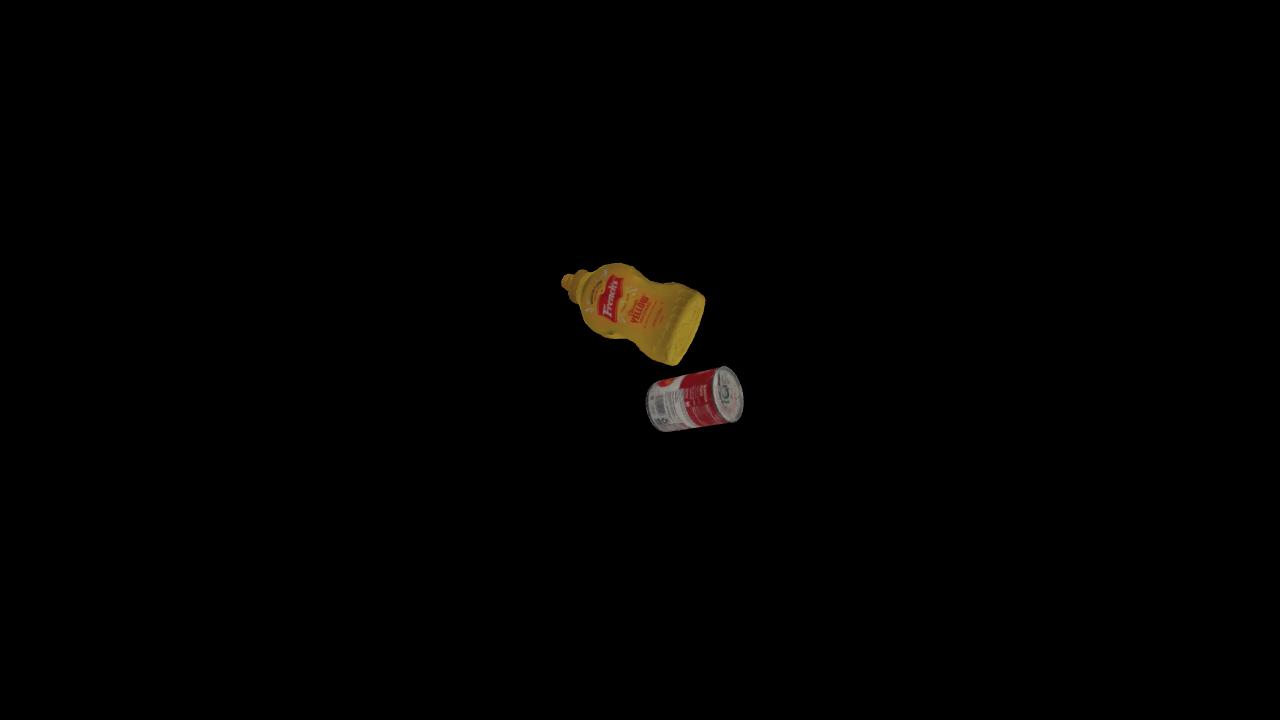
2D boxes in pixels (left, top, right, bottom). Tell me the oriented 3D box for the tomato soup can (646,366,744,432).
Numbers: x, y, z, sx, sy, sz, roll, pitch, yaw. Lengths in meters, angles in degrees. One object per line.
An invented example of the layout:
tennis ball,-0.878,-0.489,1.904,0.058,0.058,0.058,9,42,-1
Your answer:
tomato soup can,0.066,0.050,0.750,0.101,0.068,0.068,-15,-9,38

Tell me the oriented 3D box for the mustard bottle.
mustard bottle,-0.020,-0.066,0.725,0.184,0.092,0.054,25,8,28
